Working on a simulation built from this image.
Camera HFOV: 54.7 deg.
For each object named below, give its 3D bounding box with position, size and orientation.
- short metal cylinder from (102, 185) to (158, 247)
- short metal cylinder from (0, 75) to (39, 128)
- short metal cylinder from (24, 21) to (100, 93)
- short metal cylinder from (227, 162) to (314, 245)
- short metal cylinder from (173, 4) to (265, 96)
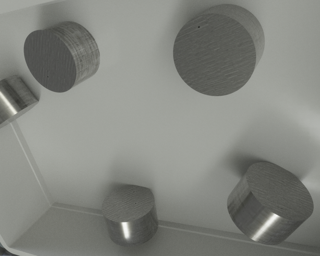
[{"bbox_3d":[-0.045,0.135,0.480,0.080,0.080,0.050,7,121,25],"label":"short metal cylinder"},{"bbox_3d":[-0.237,-0.038,0.475,0.080,0.080,0.050,-26,104,37],"label":"short metal cylinder"},{"bbox_3d":[-0.126,-0.092,0.402,0.080,0.050,0.079,13,124,21],"label":"short metal cylinder"},{"bbox_3d":[0.126,0.086,0.360,0.080,0.080,0.050,29,128,9],"label":"short metal cylinder"},{"bbox_3d":[0.060,-0.079,0.312,0.080,0.050,0.079,13,124,21],"label":"short metal cylinder"}]
